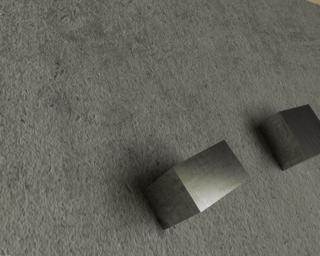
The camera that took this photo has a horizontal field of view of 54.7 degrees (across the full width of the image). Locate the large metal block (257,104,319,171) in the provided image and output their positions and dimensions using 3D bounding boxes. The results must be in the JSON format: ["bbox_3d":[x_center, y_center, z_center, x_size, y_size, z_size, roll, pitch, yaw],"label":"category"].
[{"bbox_3d":[0.219,0.014,0.497,0.081,0.050,0.080,-13,68,-33],"label":"large metal block"}]

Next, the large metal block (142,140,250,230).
[{"bbox_3d":[0.039,0.065,0.350,0.081,0.080,0.050,-22,74,-36],"label":"large metal block"}]
